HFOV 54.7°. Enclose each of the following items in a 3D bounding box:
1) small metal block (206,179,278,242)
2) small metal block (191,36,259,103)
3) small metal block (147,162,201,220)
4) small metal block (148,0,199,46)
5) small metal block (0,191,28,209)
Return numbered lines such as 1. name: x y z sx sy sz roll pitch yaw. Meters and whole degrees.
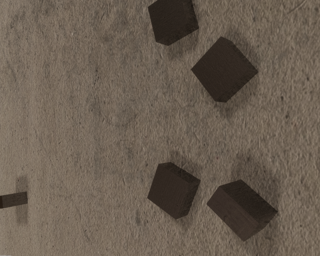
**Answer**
1. small metal block: 0.085 0.082 0.318 0.050 0.050 0.025 43 116 31
2. small metal block: 0.071 -0.064 0.345 0.050 0.025 0.050 -46 63 30
3. small metal block: 0.017 0.077 0.390 0.050 0.025 0.050 29 108 36
4. small metal block: 0.016 -0.139 0.390 0.050 0.025 0.050 -20 77 38
5. small metal block: -0.312 0.150 0.641 0.050 0.050 0.025 -15 81 39
